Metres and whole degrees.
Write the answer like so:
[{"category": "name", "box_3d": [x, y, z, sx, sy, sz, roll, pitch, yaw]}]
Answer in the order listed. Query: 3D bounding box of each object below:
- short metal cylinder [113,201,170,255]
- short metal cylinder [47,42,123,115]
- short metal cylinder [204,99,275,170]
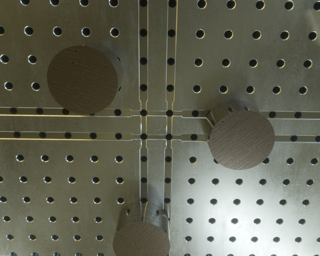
[{"category": "short metal cylinder", "box_3d": [-0.026, 0.156, 0.457, 0.081, 0.050, 0.079, 0, 110, 0]}, {"category": "short metal cylinder", "box_3d": [-0.088, -0.062, 0.376, 0.081, 0.050, 0.079, 0, 110, 0]}, {"category": "short metal cylinder", "box_3d": [0.101, 0.008, 0.404, 0.081, 0.050, 0.079, 0, 110, 0]}]
